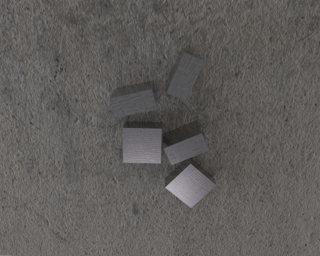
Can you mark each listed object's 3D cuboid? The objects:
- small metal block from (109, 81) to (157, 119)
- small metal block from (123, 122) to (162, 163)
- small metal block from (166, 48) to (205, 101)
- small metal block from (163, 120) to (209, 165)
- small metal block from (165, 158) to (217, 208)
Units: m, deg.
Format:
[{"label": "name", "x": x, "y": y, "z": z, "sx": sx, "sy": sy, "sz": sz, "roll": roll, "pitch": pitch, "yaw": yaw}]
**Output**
[{"label": "small metal block", "x": -0.031, "y": -0.037, "z": 0.383, "sx": 0.050, "sy": 0.050, "sz": 0.025, "roll": -12, "pitch": 110, "yaw": 4}, {"label": "small metal block", "x": -0.023, "y": 0.019, "z": 0.417, "sx": 0.050, "sy": 0.025, "sz": 0.050, "roll": 1, "pitch": 110, "yaw": -1}, {"label": "small metal block", "x": 0.029, "y": -0.066, "z": 0.372, "sx": 0.025, "sy": 0.050, "sz": 0.050, "roll": 22, "pitch": 109, "yaw": -8}, {"label": "small metal block", "x": 0.032, "y": 0.018, "z": 0.403, "sx": 0.050, "sy": 0.050, "sz": 0.025, "roll": -22, "pitch": 109, "yaw": 8}, {"label": "small metal block", "x": 0.043, "y": 0.076, "z": 0.438, "sx": 0.050, "sy": 0.025, "sz": 0.050, "roll": 41, "pitch": 105, "yaw": -14}]
